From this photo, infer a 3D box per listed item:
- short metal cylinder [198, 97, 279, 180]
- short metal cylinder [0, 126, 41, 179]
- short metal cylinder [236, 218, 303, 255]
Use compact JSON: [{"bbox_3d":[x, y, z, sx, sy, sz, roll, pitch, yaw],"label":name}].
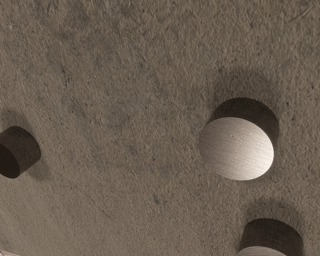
[{"bbox_3d":[0.090,0.012,0.350,0.080,0.050,0.079,13,124,20],"label":"short metal cylinder"},{"bbox_3d":[-0.263,0.043,0.552,0.080,0.050,0.079,13,124,20],"label":"short metal cylinder"},{"bbox_3d":[0.148,0.169,0.417,0.080,0.050,0.079,13,124,20],"label":"short metal cylinder"}]
